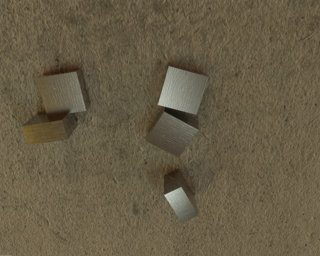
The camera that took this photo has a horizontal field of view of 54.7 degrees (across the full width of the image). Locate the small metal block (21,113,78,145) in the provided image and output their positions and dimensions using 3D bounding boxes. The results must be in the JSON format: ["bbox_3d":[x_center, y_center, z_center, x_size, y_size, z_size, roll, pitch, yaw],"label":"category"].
[{"bbox_3d":[-0.138,-0.003,0.394,0.050,0.050,0.025,-9,110,3],"label":"small metal block"}]

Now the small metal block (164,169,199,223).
[{"bbox_3d":[0.028,0.093,0.431,0.025,0.050,0.050,-27,108,10],"label":"small metal block"}]

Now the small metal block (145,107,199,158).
[{"bbox_3d":[0.016,0.004,0.407,0.050,0.025,0.050,28,118,-10],"label":"small metal block"}]

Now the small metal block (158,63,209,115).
[{"bbox_3d":[0.028,-0.050,0.392,0.050,0.025,0.050,14,109,-6],"label":"small metal block"}]

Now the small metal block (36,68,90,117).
[{"bbox_3d":[-0.121,-0.045,0.392,0.050,0.025,0.050,-9,110,3],"label":"small metal block"}]
